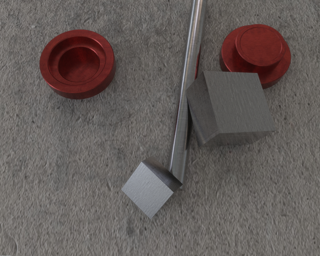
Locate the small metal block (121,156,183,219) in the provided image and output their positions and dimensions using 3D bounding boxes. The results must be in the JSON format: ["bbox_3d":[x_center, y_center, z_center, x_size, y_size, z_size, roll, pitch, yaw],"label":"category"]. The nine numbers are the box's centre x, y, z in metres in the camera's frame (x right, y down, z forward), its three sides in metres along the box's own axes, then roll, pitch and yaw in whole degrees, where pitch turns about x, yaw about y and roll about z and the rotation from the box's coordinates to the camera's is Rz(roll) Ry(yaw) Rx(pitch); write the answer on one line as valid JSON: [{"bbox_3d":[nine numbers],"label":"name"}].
[{"bbox_3d":[-0.010,0.070,0.368,0.050,0.025,0.050,42,117,13],"label":"small metal block"}]

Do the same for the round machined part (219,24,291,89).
[{"bbox_3d":[0.137,-0.107,0.439,0.099,0.042,0.098,0,70,0],"label":"round machined part"}]

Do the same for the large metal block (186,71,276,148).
[{"bbox_3d":[0.087,-0.023,0.391,0.081,0.050,0.080,-2,69,-23],"label":"large metal block"}]

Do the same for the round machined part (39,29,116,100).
[{"bbox_3d":[-0.110,-0.083,0.429,0.099,0.042,0.098,0,70,0],"label":"round machined part"}]

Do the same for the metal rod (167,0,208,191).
[{"bbox_3d":[0.040,-0.064,0.431,0.025,0.025,0.299,8,70,3],"label":"metal rod"}]
